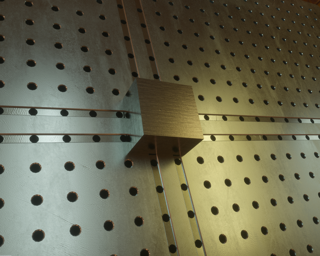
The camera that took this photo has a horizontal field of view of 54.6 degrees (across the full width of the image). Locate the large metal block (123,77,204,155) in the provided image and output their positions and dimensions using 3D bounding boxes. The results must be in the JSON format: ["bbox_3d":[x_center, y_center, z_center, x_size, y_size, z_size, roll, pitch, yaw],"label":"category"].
[{"bbox_3d":[0.002,-0.013,0.401,0.081,0.050,0.080,5,60,-26],"label":"large metal block"}]
